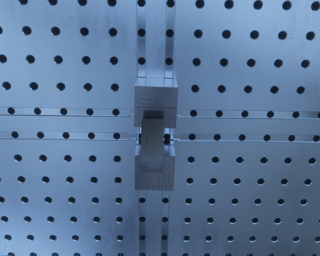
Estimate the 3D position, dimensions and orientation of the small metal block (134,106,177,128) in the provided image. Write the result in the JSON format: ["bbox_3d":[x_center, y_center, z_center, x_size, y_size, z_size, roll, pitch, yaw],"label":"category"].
[{"bbox_3d":[-0.006,-0.021,0.392,0.050,0.050,0.025,2,110,-1],"label":"small metal block"}]

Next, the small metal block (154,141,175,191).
[{"bbox_3d":[0.006,0.049,0.417,0.025,0.050,0.050,1,110,-1],"label":"small metal block"}]

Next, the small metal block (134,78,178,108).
[{"bbox_3d":[-0.005,-0.044,0.383,0.050,0.050,0.025,2,110,-1],"label":"small metal block"}]

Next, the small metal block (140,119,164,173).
[{"bbox_3d":[-0.008,0.022,0.364,0.025,0.050,0.050,1,68,0],"label":"small metal block"}]

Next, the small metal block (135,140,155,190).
[{"bbox_3d":[-0.020,0.049,0.418,0.025,0.050,0.050,1,110,-1],"label":"small metal block"}]
